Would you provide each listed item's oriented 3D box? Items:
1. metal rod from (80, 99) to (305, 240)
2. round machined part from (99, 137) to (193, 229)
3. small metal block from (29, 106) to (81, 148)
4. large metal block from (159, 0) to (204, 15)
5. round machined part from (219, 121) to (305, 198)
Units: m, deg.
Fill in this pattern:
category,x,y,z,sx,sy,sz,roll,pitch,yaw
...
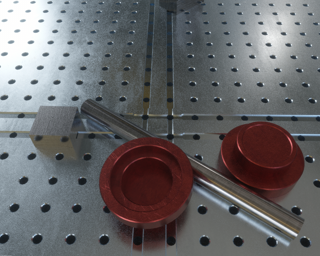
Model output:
category,x,y,z,sx,sy,sz,roll,pitch,yaw
metal rod,0.021,0.038,0.375,0.300,0.025,0.025,29,56,22
round machined part,-0.013,0.062,0.339,0.099,0.042,0.098,-2,55,4
small metal block,-0.136,-0.002,0.408,0.050,0.025,0.050,2,50,1
large metal block,0.045,-0.283,0.610,0.080,0.080,0.050,-35,59,-26
round machined part,0.123,0.030,0.372,0.099,0.042,0.098,0,50,0
